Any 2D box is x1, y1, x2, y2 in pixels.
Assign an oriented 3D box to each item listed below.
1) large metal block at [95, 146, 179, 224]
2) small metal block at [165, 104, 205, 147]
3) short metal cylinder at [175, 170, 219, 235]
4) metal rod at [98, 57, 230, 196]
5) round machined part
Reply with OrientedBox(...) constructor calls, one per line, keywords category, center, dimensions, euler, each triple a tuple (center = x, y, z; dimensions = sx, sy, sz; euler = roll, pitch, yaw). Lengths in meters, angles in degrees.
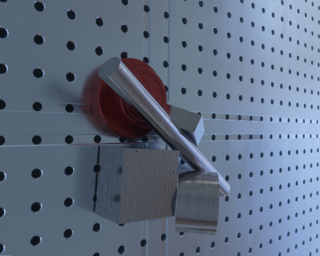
OrientedBox(category="large metal block", center=(-0.026, 0.064, 0.370), dimensions=(0.081, 0.050, 0.080), euler=(6, 86, -40))
OrientedBox(category="small metal block", center=(0.029, -0.003, 0.407), dimensions=(0.025, 0.050, 0.050), euler=(-64, 160, -16))
OrientedBox(category="short metal cylinder", center=(0.048, 0.097, 0.407), dimensions=(0.080, 0.050, 0.079), euler=(1, 92, -85))
OrientedBox(category="metal rod", center=(0.027, 0.021, 0.392), dimensions=(0.300, 0.025, 0.025), euler=(46, 62, -45))
OrientedBox(category="round machined part", center=(-0.030, -0.036, 0.374), dimensions=(0.099, 0.042, 0.097), euler=(0, 90, -40))
